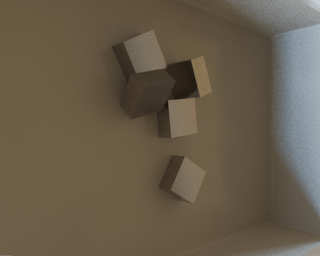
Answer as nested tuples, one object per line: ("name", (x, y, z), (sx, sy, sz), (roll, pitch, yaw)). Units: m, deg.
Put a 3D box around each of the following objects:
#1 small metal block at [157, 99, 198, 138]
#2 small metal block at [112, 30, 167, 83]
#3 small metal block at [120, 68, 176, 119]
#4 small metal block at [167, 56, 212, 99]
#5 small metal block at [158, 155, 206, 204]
("small metal block", (0.024, -0.015, 0.429), (0.050, 0.025, 0.050), (-9, 96, -40))
("small metal block", (-0.024, -0.089, 0.388), (0.050, 0.025, 0.050), (-35, 112, -35))
("small metal block", (-0.015, -0.042, 0.377), (0.050, 0.050, 0.025), (-19, 59, -39))
("small metal block", (0.039, -0.068, 0.425), (0.025, 0.050, 0.050), (-26, 107, -37))
("small metal block", (0.032, 0.072, 0.436), (0.050, 0.025, 0.050), (38, 67, -34))
